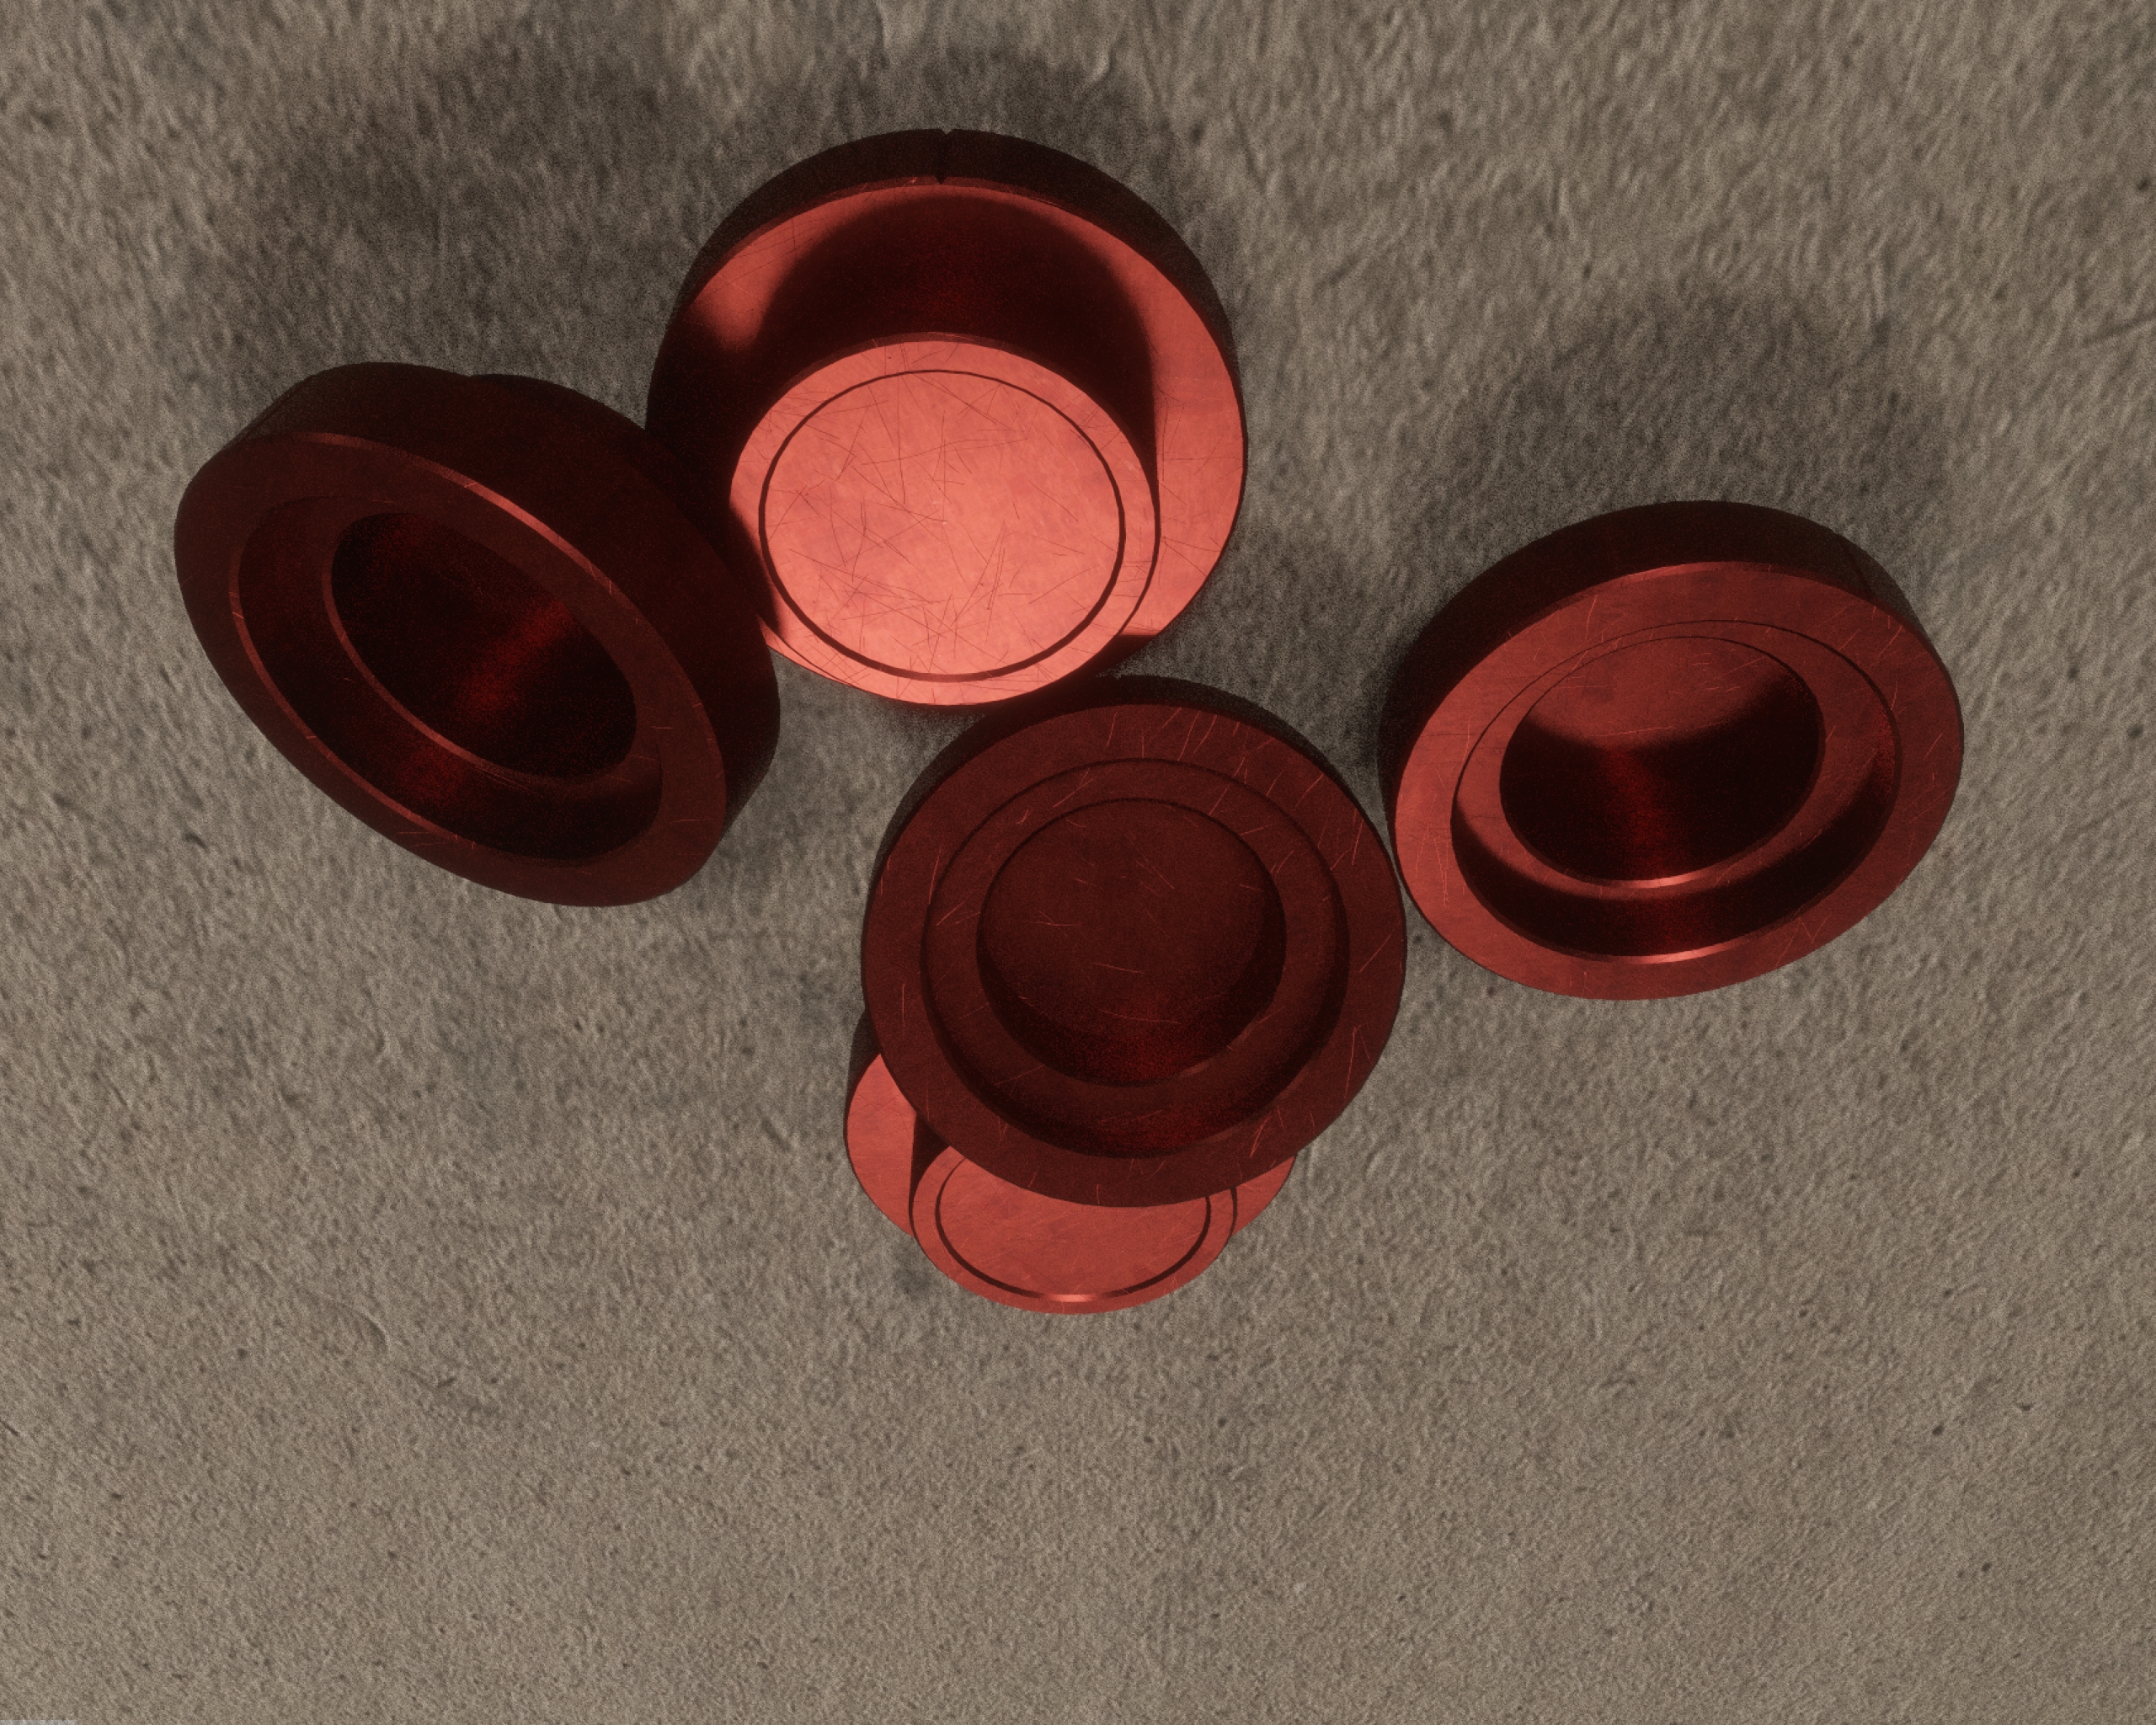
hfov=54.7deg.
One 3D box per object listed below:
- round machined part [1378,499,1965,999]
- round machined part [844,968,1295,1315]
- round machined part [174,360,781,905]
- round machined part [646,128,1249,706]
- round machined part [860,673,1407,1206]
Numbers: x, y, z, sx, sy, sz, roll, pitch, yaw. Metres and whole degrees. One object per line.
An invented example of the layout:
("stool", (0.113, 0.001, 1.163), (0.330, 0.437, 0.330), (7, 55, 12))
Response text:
("round machined part", (0.104, -0.024, 0.379), (0.099, 0.042, 0.097), (-1, 130, 0))
("round machined part", (-0.001, 0.060, 0.448), (0.099, 0.042, 0.097), (-1, 130, 0))
("round machined part", (-0.094, -0.041, 0.347), (0.098, 0.042, 0.097), (15, 139, 14))
("round machined part", (-0.021, -0.065, 0.341), (0.099, 0.042, 0.097), (-1, 130, 0))
("round machined part", (0.009, 0.012, 0.394), (0.099, 0.042, 0.097), (-1, 107, -3))
